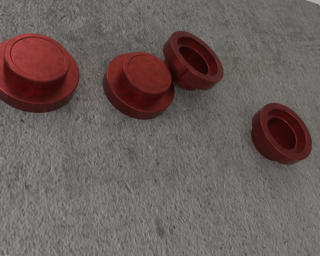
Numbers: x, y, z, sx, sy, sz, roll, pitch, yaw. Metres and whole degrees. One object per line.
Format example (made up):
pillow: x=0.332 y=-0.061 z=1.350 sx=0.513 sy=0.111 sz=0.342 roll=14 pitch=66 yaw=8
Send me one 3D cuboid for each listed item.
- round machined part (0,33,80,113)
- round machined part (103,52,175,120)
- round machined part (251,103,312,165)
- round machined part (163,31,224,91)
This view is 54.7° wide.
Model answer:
round machined part: x=-0.143 y=-0.070 z=0.359 sx=0.099 sy=0.042 sz=0.098 roll=14 pitch=56 yaw=-21
round machined part: x=-0.023 y=-0.063 z=0.419 sx=0.099 sy=0.042 sz=0.098 roll=13 pitch=56 yaw=-21
round machined part: x=0.183 y=0.013 z=0.483 sx=0.099 sy=0.042 sz=0.098 roll=14 pitch=56 yaw=-21
round machined part: x=0.045 y=-0.095 z=0.467 sx=0.099 sy=0.042 sz=0.098 roll=23 pitch=46 yaw=-25
